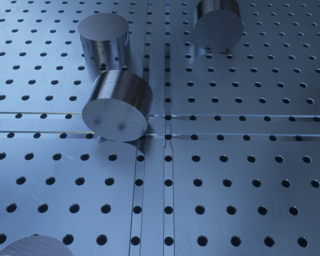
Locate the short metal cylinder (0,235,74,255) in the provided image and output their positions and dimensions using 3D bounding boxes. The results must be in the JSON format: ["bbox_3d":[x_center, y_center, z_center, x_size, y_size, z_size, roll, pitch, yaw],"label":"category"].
[{"bbox_3d":[-0.108,0.143,0.270,0.081,0.050,0.080,0,50,0],"label":"short metal cylinder"}]

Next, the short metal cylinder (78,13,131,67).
[{"bbox_3d":[-0.091,-0.147,0.514,0.081,0.050,0.080,0,50,0],"label":"short metal cylinder"}]

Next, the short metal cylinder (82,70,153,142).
[{"bbox_3d":[-0.052,-0.027,0.394,0.080,0.080,0.050,6,50,5],"label":"short metal cylinder"}]

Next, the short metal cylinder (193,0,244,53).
[{"bbox_3d":[0.097,-0.175,0.520,0.080,0.080,0.050,3,50,2],"label":"short metal cylinder"}]
